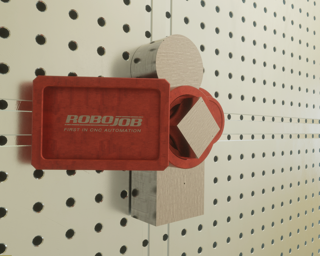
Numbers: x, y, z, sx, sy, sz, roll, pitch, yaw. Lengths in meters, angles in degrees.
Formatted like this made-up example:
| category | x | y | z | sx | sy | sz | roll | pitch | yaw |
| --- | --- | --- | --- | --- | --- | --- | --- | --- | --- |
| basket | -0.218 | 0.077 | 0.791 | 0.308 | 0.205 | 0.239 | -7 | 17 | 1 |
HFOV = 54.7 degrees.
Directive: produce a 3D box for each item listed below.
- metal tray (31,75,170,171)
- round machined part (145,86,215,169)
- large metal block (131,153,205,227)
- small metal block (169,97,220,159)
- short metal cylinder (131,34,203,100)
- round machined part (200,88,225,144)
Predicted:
| category | x | y | z | sx | sy | sz | roll | pitch | yaw |
| --- | --- | --- | --- | --- | --- | --- | --- | --- | --- |
| metal tray | -0.057 | -0.004 | 0.311 | 0.131 | 0.030 | 0.089 | 1 | 89 | -3 |
| round machined part | 0.020 | -0.001 | 0.377 | 0.099 | 0.042 | 0.097 | 0 | 90 | -40 |
| large metal block | 0.011 | 0.073 | 0.398 | 0.081 | 0.050 | 0.080 | 1 | 90 | -40 |
| small metal block | 0.037 | -0.001 | 0.360 | 0.050 | 0.025 | 0.050 | -49 | 119 | -29 |
| short metal cylinder | 0.010 | -0.075 | 0.400 | 0.081 | 0.050 | 0.080 | 0 | 90 | -40 |
| round machined part | 0.055 | -0.010 | 0.442 | 0.099 | 0.042 | 0.097 | 0 | 90 | -40 |
